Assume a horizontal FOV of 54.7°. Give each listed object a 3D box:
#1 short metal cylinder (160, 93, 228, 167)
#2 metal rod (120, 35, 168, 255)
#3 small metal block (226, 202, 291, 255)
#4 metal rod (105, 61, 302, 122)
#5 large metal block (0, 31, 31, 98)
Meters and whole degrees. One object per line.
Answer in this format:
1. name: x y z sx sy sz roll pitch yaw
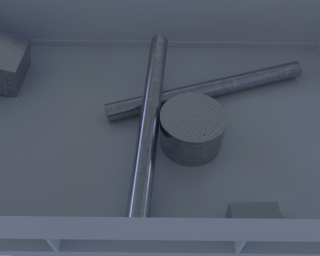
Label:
1. short metal cylinder: 0.040 0.001 0.388 0.081 0.050 0.080 0 50 0
2. metal rod: -0.013 -0.004 0.383 0.025 0.025 0.300 4 57 3
3. small metal block: 0.099 0.105 0.318 0.050 0.025 0.050 -1 50 -1
4. metal rod: 0.071 -0.056 0.453 0.302 0.025 0.025 -14 52 -12
5. large metal block: -0.242 -0.098 0.454 0.081 0.050 0.080 11 49 -14
